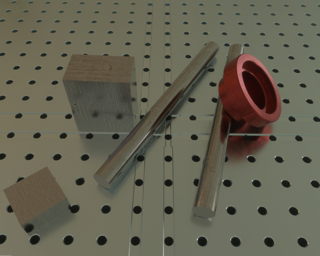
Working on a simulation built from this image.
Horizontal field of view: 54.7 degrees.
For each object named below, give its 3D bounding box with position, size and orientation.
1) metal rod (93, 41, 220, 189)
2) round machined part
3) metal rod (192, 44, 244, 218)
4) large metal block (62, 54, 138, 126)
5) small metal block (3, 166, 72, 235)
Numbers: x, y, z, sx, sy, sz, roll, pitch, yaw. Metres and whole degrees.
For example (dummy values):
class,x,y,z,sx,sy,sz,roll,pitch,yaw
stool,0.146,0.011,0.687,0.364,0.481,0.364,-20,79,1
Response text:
class,x,y,z,sx,sy,sz,roll,pitch,yaw
metal rod,0.011,-0.037,0.438,0.025,0.025,0.301,25,54,19
round machined part,0.116,-0.046,0.415,0.099,0.042,0.098,21,57,-35
metal rod,0.088,-0.020,0.425,0.025,0.025,0.300,12,51,10
large metal block,-0.074,-0.049,0.412,0.080,0.080,0.050,3,50,2
small metal block,-0.134,0.078,0.340,0.050,0.025,0.050,-30,56,-23
